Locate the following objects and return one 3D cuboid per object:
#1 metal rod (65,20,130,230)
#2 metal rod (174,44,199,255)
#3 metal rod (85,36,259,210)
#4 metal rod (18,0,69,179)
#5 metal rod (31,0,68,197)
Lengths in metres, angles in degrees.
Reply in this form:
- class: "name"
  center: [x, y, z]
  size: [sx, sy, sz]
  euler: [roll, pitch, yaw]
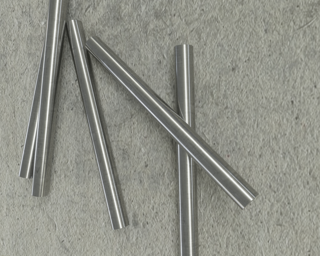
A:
- class: "metal rod"
  center: [-0.090, -0.008, 0.440]
  size: [0.025, 0.025, 0.298]
  euler: [-16, 85, 19]
- class: "metal rod"
  center: [0.034, 0.045, 0.396]
  size: [0.025, 0.025, 0.298]
  euler: [-2, 89, 20]
- class: "metal rod"
  center: [0.000, -0.021, 0.386]
  size: [0.300, 0.025, 0.025]
  euler: [46, 104, 23]
- class: "metal rod"
  center: [-0.175, -0.071, 0.470]
  size: [0.025, 0.025, 0.298]
  euler: [14, 95, 19]
- class: "metal rod"
  center: [-0.162, -0.045, 0.453]
  size: [0.025, 0.025, 0.298]
  euler: [11, 99, 19]
